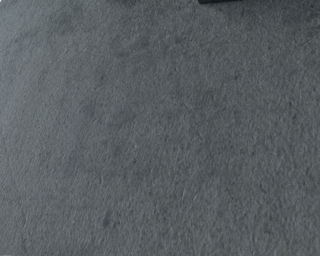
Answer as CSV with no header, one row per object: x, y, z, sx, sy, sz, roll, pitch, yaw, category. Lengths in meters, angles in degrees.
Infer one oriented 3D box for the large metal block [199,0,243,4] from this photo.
0.103,-0.245,0.484,0.080,0.050,0.080,8,66,31,large metal block
